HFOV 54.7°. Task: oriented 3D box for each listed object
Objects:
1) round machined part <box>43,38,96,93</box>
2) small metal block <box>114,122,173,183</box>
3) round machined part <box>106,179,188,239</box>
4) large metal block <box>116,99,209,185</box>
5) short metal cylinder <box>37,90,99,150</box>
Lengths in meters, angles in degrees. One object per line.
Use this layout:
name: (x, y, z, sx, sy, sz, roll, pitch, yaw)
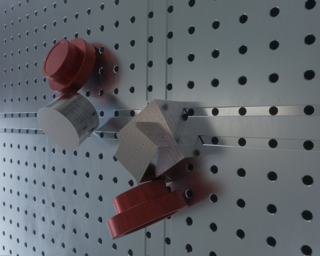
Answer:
round machined part: (-0.154, -0.105, 0.506, 0.098, 0.042, 0.098, -18, 59, 34)
small metal block: (-0.020, 0.027, 0.361, 0.050, 0.025, 0.050, 41, 115, 32)
round machined part: (-0.019, 0.096, 0.377, 0.098, 0.099, 0.042, -37, 68, 34)
large metal block: (0.000, 0.020, 0.393, 0.080, 0.050, 0.080, -40, 66, 33)
short metal cylinder: (-0.144, -0.012, 0.488, 0.080, 0.050, 0.079, 18, 134, 20)
